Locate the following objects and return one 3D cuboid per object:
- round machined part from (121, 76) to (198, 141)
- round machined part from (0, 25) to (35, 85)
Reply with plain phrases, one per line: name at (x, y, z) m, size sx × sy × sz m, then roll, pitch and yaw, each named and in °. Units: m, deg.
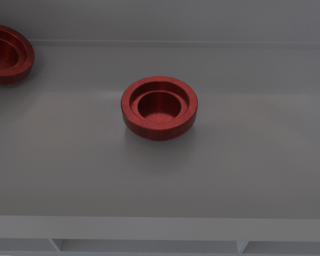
round machined part at (-0.001, -0.022, 0.412) m, size 0.099 × 0.042 × 0.098 m, roll 0°, pitch 50°, yaw 0°
round machined part at (-0.244, -0.105, 0.462) m, size 0.099 × 0.042 × 0.098 m, roll 17°, pitch 53°, yaw -24°
